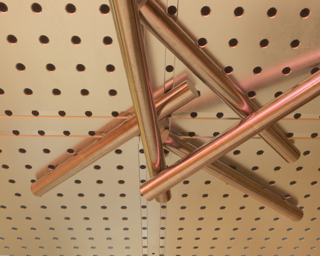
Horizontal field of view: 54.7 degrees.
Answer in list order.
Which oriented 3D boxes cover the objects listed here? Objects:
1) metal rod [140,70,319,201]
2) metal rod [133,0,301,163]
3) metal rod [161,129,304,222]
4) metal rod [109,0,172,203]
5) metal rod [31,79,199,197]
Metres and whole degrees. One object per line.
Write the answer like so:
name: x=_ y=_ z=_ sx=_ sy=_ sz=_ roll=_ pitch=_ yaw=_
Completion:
metal rod: x=0.103 y=0.003 z=0.377 sx=0.300 sy=0.025 sz=0.025 roll=-34 pitch=123 yaw=11
metal rod: x=0.086 y=-0.041 z=0.377 sx=0.025 sy=0.025 sz=0.301 roll=-37 pitch=122 yaw=27
metal rod: x=0.123 y=0.083 z=0.483 sx=0.301 sy=0.025 sz=0.025 roll=31 pitch=124 yaw=-24
metal rod: x=-0.016 y=-0.015 z=0.365 sx=0.025 sy=0.025 sz=0.298 roll=-6 pitch=128 yaw=5
metal rod: x=-0.078 y=0.025 z=0.431 sx=0.300 sy=0.025 sz=0.025 roll=-32 pitch=124 yaw=24
